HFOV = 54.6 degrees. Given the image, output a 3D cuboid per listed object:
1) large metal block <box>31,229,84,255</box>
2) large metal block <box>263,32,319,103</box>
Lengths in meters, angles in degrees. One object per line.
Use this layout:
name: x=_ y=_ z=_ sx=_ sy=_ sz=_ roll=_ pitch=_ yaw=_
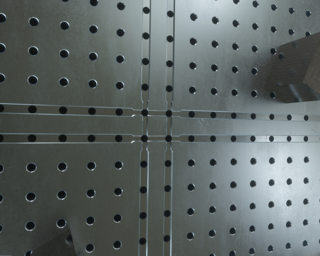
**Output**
large metal block: x=-0.102 y=0.172 z=0.346 sx=0.050 sy=0.080 sz=0.080 roll=-28 pitch=100 yaw=-18
large metal block: x=0.213 y=-0.086 z=0.461 sx=0.050 sy=0.080 sz=0.080 roll=27 pitch=81 yaw=-18
